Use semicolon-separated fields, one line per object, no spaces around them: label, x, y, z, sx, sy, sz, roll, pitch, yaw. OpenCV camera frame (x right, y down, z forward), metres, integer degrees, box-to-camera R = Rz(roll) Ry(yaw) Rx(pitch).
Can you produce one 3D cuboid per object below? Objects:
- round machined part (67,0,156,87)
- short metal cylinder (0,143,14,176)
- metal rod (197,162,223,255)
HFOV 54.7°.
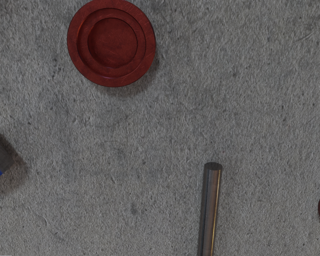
round machined part;-0.054;-0.100;0.363;0.099;0.042;0.097;0;110;-1
short metal cylinder;-0.238;0.047;0.394;0.080;0.080;0.050;-27;108;9
metal rod;0.071;0.193;0.481;0.025;0.025;0.298;1;110;-1
